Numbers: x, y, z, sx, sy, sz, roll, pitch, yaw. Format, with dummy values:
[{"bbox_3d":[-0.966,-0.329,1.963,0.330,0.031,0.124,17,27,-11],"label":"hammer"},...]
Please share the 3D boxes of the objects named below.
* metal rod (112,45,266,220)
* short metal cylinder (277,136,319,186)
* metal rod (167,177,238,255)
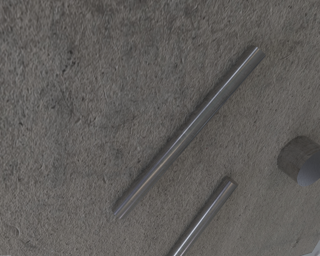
[{"bbox_3d":[0.035,0.010,0.432,0.025,0.025,0.299,35,99,-39],"label":"metal rod"},{"bbox_3d":[0.267,0.061,0.575,0.081,0.050,0.079,-14,124,-21],"label":"short metal cylinder"},{"bbox_3d":[0.044,0.213,0.562,0.025,0.025,0.299,24,105,-37],"label":"metal rod"}]
